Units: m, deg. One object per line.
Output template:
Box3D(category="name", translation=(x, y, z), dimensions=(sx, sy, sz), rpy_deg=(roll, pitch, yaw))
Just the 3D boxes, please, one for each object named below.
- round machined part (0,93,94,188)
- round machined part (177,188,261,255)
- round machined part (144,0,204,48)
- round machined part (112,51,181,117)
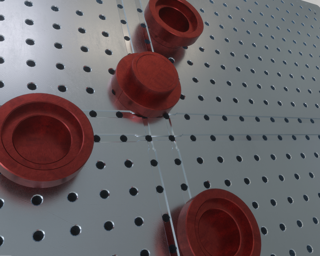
Box3D(category="round machined part", translation=(-0.122, 0.015, 0.322), dimensions=(0.099, 0.042, 0.098), rpy_deg=(13, 56, -21))
Box3D(category="round machined part", translation=(0.063, 0.123, 0.356), dimensions=(0.099, 0.042, 0.098), rpy_deg=(13, 56, -21))
Box3D(category="round machined part", translation=(0.019, -0.172, 0.512), dimensions=(0.099, 0.042, 0.098), rpy_deg=(13, 56, -21))
Box3D(category="round machined part", translation=(-0.013, -0.067, 0.430), dimensions=(0.099, 0.042, 0.098), rpy_deg=(13, 56, -21))
